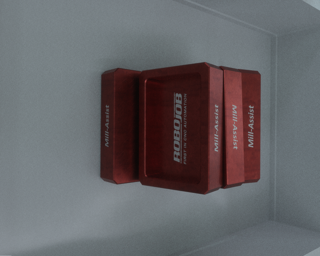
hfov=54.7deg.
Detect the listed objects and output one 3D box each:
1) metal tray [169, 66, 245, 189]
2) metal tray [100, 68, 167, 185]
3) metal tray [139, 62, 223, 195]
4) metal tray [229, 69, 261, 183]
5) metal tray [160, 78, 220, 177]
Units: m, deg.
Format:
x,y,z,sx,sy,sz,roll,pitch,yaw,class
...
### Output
x,y,z,sx,sy,sz,roll,pitch,yaw,class
0.051,0.000,0.364,0.030,0.090,0.129,0,88,-40,metal tray
-0.025,-0.002,0.379,0.091,0.030,0.129,1,90,-40,metal tray
0.021,0.000,0.336,0.030,0.090,0.129,0,90,-53,metal tray
0.083,-0.002,0.389,0.030,0.090,0.129,0,90,-26,metal tray
0.044,0.000,0.438,0.091,0.030,0.129,1,90,-40,metal tray
